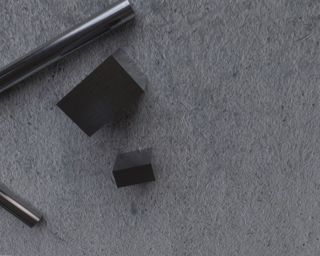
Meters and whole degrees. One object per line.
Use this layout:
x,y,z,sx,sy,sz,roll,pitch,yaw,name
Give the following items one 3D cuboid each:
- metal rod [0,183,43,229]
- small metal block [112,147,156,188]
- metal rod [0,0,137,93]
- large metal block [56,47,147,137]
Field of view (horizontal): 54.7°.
-0.289,0.039,0.420,0.300,0.025,0.025,43,104,-15,metal rod
-0.033,0.052,0.415,0.050,0.050,0.025,-12,110,4,small metal block
-0.166,-0.075,0.379,0.301,0.025,0.025,-26,108,9,metal rod
-0.063,-0.045,0.363,0.080,0.080,0.050,-39,106,13,large metal block
